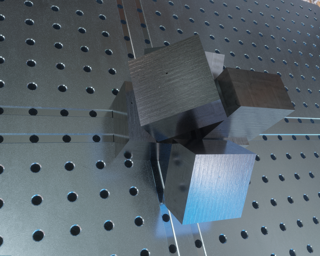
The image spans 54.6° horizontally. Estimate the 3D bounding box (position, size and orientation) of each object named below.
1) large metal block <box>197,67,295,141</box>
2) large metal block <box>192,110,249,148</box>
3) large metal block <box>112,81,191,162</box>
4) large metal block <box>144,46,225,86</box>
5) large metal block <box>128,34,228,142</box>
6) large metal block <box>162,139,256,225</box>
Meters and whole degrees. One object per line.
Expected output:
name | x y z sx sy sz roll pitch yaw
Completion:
large metal block | 0.096 -0.024 0.375 0.081 0.080 0.050 2 61 -28
large metal block | 0.065 -0.003 0.427 0.081 0.050 0.080 3 61 -27
large metal block | -0.012 -0.006 0.389 0.081 0.050 0.080 7 59 -25
large metal block | 0.029 -0.080 0.427 0.081 0.080 0.050 2 99 -27
large metal block | 0.019 -0.041 0.333 0.080 0.050 0.080 -19 64 13
large metal block | 0.055 0.059 0.359 0.081 0.050 0.079 2 105 -27
